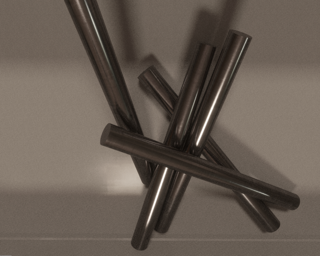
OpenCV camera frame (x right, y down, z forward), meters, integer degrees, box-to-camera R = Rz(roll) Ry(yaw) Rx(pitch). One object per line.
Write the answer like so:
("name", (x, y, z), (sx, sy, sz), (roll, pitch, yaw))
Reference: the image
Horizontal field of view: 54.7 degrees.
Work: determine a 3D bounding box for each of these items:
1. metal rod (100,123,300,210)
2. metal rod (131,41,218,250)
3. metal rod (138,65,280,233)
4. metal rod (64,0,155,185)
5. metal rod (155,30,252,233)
("metal rod", (0.069, 0.057, 0.391), (0.302, 0.025, 0.025), (22, 109, -25))
("metal rod", (0.011, 0.038, 0.400), (0.025, 0.025, 0.298), (15, 112, -6))
("metal rod", (0.076, 0.039, 0.426), (0.025, 0.025, 0.300), (-37, 106, 12))
("metal rod", (-0.044, -0.031, 0.334), (0.025, 0.025, 0.299), (-12, 135, 4))
("metal rod", (0.043, 0.025, 0.395), (0.025, 0.025, 0.298), (15, 119, -6))
